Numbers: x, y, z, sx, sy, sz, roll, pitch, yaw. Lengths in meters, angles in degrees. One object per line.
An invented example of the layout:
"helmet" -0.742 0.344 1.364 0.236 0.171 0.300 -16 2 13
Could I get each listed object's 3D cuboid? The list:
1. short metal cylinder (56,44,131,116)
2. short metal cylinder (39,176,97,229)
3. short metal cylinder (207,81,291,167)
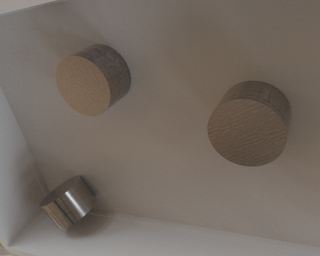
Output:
"short metal cylinder" -0.085 -0.062 0.399 0.080 0.050 0.079 13 124 21
"short metal cylinder" -0.158 0.127 0.535 0.080 0.080 0.050 -23 106 36
"short metal cylinder" 0.098 -0.005 0.338 0.080 0.050 0.079 13 124 21
